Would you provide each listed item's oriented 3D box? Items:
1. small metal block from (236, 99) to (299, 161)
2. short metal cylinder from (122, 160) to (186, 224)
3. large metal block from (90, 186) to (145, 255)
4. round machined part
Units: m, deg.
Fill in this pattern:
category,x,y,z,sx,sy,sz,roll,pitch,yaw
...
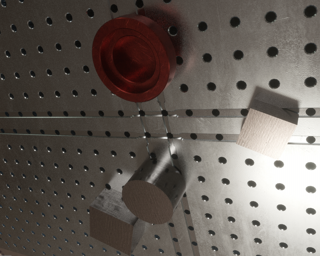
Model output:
category,x,y,z,sx,sy,sz,roll,pitch,yaw
small metal block,0.120,0.002,0.349,0.050,0.025,0.050,22,127,14
short metal cylinder,-0.008,0.094,0.456,0.080,0.050,0.079,13,124,20
large metal block,-0.071,0.158,0.529,0.080,0.050,0.079,20,126,16
round machined part,-0.026,-0.083,0.362,0.098,0.042,0.097,13,124,20
